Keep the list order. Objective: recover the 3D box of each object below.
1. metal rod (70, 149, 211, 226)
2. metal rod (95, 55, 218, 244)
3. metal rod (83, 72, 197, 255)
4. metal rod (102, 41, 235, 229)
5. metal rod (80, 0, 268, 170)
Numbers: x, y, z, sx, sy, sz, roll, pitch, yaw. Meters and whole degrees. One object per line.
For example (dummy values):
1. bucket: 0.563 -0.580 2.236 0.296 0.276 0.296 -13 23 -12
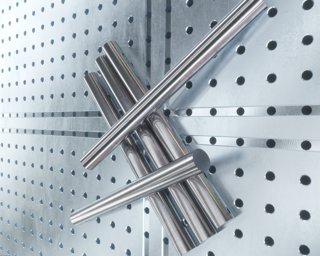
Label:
1. metal rod: -0.048 0.092 0.420 0.299 0.025 0.025 -33 70 43
2. metal rod: -0.016 0.012 0.421 0.025 0.025 0.299 -46 63 30
3. metal rod: -0.038 0.035 0.439 0.025 0.025 0.299 -46 63 30
4. metal rod: -0.001 -0.008 0.408 0.025 0.025 0.299 -47 62 29
5. metal rod: 0.001 -0.043 0.380 0.299 0.025 0.025 -42 65 23
